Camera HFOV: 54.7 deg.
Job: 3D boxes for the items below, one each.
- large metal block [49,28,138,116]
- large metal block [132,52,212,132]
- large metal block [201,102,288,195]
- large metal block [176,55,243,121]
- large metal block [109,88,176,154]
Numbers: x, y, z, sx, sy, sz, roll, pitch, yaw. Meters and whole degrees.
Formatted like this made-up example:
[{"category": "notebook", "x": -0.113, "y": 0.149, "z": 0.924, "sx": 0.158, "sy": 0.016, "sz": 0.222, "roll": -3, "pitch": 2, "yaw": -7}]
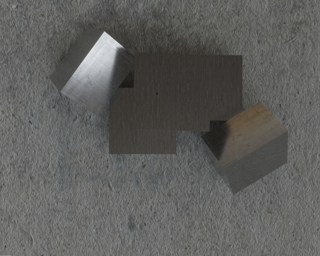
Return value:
[{"category": "large metal block", "x": -0.083, "y": -0.071, "z": 0.376, "sx": 0.050, "sy": 0.080, "sz": 0.080, "roll": 36, "pitch": 90, "yaw": -33}, {"category": "large metal block", "x": 0.013, "y": -0.038, "z": 0.347, "sx": 0.081, "sy": 0.050, "sz": 0.079, "roll": 2, "pitch": 90, "yaw": -1}, {"category": "large metal block", "x": 0.105, "y": 0.027, "z": 0.378, "sx": 0.080, "sy": 0.080, "sz": 0.050, "roll": -31, "pitch": 52, "yaw": 0}, {"category": "large metal block", "x": 0.060, "y": -0.049, "z": 0.400, "sx": 0.081, "sy": 0.050, "sz": 0.079, "roll": 0, "pitch": 90, "yaw": -1}, {"category": "large metal block", "x": -0.021, "y": -0.009, "z": 0.396, "sx": 0.081, "sy": 0.050, "sz": 0.079, "roll": 0, "pitch": 90, "yaw": -1}]
